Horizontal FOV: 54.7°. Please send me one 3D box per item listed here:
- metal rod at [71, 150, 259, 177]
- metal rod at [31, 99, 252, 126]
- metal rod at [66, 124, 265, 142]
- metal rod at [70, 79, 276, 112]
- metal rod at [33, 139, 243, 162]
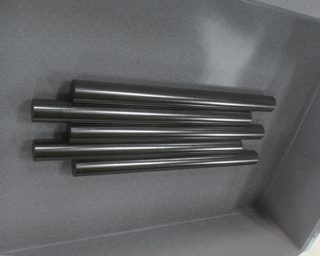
[{"bbox_3d":[0.026,0.049,0.453,0.303,0.025,0.025,1,118,-29],"label":"metal rod"},{"bbox_3d":[-0.001,-0.017,0.397,0.303,0.025,0.025,1,118,-29],"label":"metal rod"},{"bbox_3d":[0.028,0.005,0.427,0.303,0.025,0.025,1,118,-29],"label":"metal rod"},{"bbox_3d":[0.038,-0.038,0.406,0.303,0.025,0.025,1,118,-29],"label":"metal rod"},{"bbox_3d":[-0.009,0.026,0.420,0.303,0.025,0.025,1,118,-29],"label":"metal rod"}]
